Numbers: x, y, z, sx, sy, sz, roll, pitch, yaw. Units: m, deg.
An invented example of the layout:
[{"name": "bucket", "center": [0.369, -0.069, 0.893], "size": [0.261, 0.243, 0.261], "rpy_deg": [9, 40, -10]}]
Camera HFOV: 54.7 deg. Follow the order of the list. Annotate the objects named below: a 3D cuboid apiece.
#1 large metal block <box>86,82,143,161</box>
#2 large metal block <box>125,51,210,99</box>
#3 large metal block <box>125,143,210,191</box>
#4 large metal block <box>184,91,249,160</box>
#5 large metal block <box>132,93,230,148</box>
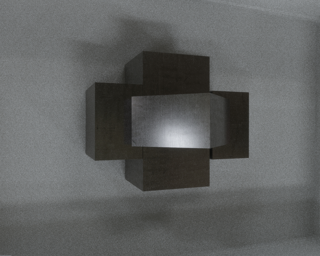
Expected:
[{"name": "large metal block", "center": [-0.056, -0.007, 0.360], "size": [0.050, 0.080, 0.080], "rpy_deg": [0, 90, -20]}, {"name": "large metal block", "center": [0.006, -0.058, 0.382], "size": [0.081, 0.080, 0.050], "rpy_deg": [0, 90, -20]}, {"name": "large metal block", "center": [0.006, 0.043, 0.382], "size": [0.081, 0.080, 0.050], "rpy_deg": [0, 90, -20]}, {"name": "large metal block", "center": [0.070, -0.004, 0.404], "size": [0.050, 0.080, 0.080], "rpy_deg": [0, 90, -21]}, {"name": "large metal block", "center": [0.025, -0.007, 0.329], "size": [0.080, 0.080, 0.050], "rpy_deg": [-1, 91, -65]}]
